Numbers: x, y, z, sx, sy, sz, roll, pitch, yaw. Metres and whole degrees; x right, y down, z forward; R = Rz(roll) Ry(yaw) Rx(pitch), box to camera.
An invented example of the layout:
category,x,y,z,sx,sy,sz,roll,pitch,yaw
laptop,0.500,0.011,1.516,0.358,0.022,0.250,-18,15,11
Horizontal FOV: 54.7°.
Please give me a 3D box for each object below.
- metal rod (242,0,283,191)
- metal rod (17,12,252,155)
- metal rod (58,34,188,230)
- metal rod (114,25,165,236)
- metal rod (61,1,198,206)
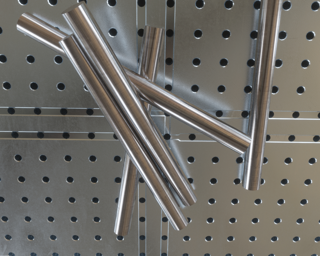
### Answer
category,x,y,z,sx,sy,sz,roll,pitch,yaw
metal rod,0.131,-0.056,0.394,0.025,0.025,0.298,0,110,0
metal rod,-0.029,-0.052,0.368,0.301,0.025,0.025,29,108,-1
metal rod,-0.033,0.022,0.392,0.025,0.025,0.299,-24,116,8
metal rod,-0.032,0.017,0.419,0.025,0.025,0.298,9,110,-4
metal rod,-0.019,-0.004,0.372,0.025,0.025,0.299,-24,123,8
